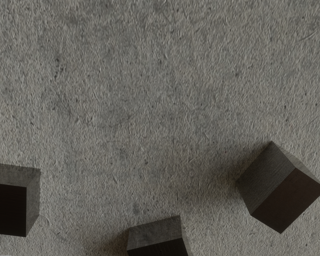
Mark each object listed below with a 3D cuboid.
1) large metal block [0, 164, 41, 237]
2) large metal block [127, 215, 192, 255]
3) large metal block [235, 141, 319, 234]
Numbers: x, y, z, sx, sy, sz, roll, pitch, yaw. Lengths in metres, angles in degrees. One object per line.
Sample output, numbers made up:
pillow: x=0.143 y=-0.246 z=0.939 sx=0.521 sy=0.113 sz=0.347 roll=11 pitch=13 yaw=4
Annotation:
large metal block: x=-0.217 y=0.098 z=0.431 sx=0.081 sy=0.050 sz=0.079 roll=8 pitch=110 yaw=-3
large metal block: x=0.003 y=0.188 z=0.466 sx=0.080 sy=0.050 sz=0.080 roll=-15 pitch=110 yaw=5
large metal block: x=0.154 y=0.075 z=0.409 sx=0.050 sy=0.080 sz=0.080 roll=33 pitch=107 yaw=-12
